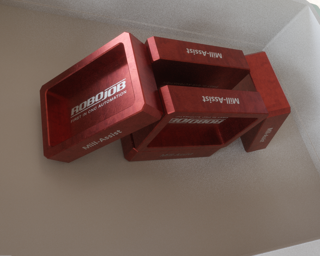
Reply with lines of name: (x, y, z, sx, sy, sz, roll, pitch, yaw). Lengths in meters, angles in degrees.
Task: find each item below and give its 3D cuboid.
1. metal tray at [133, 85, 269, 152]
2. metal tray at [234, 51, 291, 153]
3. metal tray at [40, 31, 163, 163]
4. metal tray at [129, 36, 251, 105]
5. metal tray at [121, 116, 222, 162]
metal tray: (0.044, -0.007, 0.351, 0.131, 0.090, 0.030, 0, 62, -29)
metal tray: (0.130, -0.030, 0.426, 0.030, 0.130, 0.090, -13, 66, -1)
metal tray: (-0.067, -0.028, 0.320, 0.030, 0.130, 0.090, 26, 45, -55)
metal tray: (0.031, -0.061, 0.376, 0.131, 0.090, 0.030, 0, 62, -28)
metal tray: (0.011, -0.006, 0.410, 0.131, 0.030, 0.090, 0, 62, -29)
